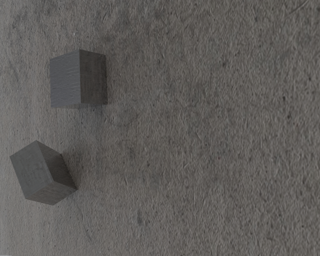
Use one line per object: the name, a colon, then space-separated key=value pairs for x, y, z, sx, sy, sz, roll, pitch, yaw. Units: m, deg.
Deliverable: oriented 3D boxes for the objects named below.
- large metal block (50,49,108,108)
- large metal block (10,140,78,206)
large metal block: x=-0.132 y=-0.074 z=0.497 sx=0.080 sy=0.050 sz=0.080 roll=-4 pitch=88 yaw=40
large metal block: x=-0.193 y=0.077 z=0.519 sx=0.050 sy=0.080 sz=0.080 roll=-33 pitch=66 yaw=-1
